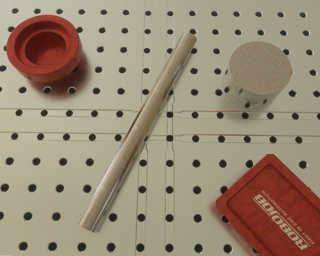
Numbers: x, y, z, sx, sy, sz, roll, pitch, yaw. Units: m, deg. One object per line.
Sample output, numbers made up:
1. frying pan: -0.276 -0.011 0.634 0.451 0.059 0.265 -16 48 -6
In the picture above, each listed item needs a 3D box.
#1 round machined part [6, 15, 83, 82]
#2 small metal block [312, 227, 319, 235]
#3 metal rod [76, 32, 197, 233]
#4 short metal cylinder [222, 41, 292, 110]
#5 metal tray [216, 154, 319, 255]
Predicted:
1. round machined part: -0.159 -0.108 0.441 0.099 0.042 0.098 0 70 0
2. small metal block: 0.216 0.126 0.367 0.050 0.025 0.050 -33 74 -12
3. metal rod: -0.022 -0.008 0.414 0.025 0.025 0.300 25 72 8
4. short metal cylinder: 0.131 -0.071 0.425 0.081 0.050 0.080 0 70 0
5. metal tray: 0.140 0.105 0.354 0.090 0.030 0.130 -44 73 4
